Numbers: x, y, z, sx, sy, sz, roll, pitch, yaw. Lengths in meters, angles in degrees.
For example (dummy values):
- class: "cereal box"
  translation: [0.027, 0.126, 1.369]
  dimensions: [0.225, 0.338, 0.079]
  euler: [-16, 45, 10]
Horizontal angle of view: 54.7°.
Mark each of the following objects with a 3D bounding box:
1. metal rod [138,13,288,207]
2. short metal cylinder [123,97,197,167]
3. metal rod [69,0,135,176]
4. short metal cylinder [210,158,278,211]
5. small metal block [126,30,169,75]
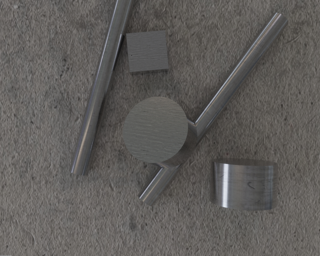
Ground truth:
- class: "metal rod"
  translation: [0.070, -0.024, 0.410]
  dimensions: [0.025, 0.025, 0.299]
  euler: [37, 90, 0]
- class: "short metal cylinder"
  translation: [0.002, 0.007, 0.384]
  dimensions: [0.080, 0.050, 0.080]
  euler: [-5, 75, 18]
- class: "metal rod"
  translation: [-0.069, -0.085, 0.409]
  dimensions: [0.025, 0.025, 0.298]
  euler: [15, 90, 0]
- class: "short metal cylinder"
  translation: [0.103, 0.067, 0.384]
  dimensions: [0.081, 0.080, 0.050]
  euler: [2, 90, 0]
- class: "small metal block"
  translation: [-0.016, -0.099, 0.410]
  dimensions: [0.050, 0.025, 0.050]
  euler: [-5, 90, 0]
